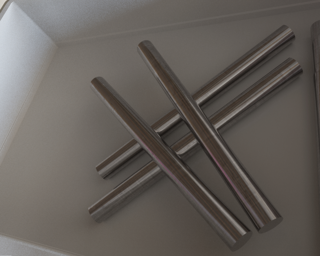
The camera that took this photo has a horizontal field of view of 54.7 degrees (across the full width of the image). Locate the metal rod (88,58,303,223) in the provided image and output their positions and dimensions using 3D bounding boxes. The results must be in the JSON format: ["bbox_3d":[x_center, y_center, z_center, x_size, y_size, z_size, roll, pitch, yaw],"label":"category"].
[{"bbox_3d":[0.040,0.017,0.374,0.300,0.025,0.025,-37,51,3],"label":"metal rod"}]

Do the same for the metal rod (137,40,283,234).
[{"bbox_3d":[0.037,-0.017,0.362,0.025,0.025,0.300,-35,51,5],"label":"metal rod"}]

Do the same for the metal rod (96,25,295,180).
[{"bbox_3d":[0.043,-0.031,0.401,0.300,0.025,0.025,-37,51,3],"label":"metal rod"}]

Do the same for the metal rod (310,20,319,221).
[{"bbox_3d":[0.170,0.009,0.310,0.025,0.025,0.300,-3,60,27],"label":"metal rod"}]

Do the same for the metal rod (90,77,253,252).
[{"bbox_3d":[-0.010,0.017,0.366,0.025,0.025,0.300,-44,51,-2],"label":"metal rod"}]
